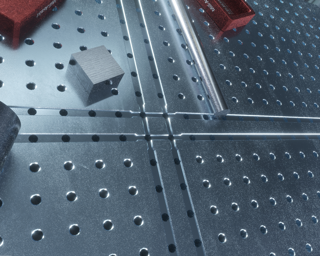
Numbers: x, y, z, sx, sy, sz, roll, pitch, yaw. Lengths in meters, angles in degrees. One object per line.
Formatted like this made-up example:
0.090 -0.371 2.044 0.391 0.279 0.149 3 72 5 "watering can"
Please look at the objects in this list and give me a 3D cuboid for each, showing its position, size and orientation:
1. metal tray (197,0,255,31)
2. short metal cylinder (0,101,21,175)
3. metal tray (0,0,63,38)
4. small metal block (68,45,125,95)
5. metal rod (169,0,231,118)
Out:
0.123 -0.262 0.630 0.091 0.030 0.130 -28 77 -37 "metal tray"
-0.174 0.007 0.275 0.080 0.080 0.050 19 55 -17 "short metal cylinder"
-0.192 -0.187 0.415 0.090 0.030 0.130 31 52 -8 "metal tray"
-0.084 -0.077 0.410 0.050 0.025 0.050 -30 78 -38 "small metal block"
0.054 -0.154 0.530 0.025 0.025 0.299 -3 63 -30 "metal rod"
